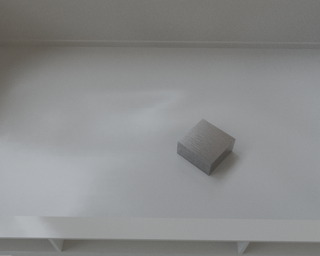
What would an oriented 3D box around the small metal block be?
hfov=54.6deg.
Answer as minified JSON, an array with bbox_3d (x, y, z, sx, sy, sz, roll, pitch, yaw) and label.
[{"bbox_3d":[0.057,0.023,0.386,0.050,0.025,0.050,35,58,26],"label":"small metal block"}]
